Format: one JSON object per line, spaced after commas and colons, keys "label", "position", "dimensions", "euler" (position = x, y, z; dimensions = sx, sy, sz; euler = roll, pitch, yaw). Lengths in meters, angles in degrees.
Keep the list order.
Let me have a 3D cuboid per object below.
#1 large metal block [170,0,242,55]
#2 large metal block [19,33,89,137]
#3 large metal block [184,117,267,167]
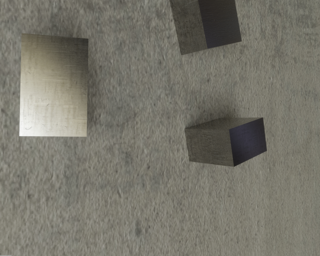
{"label": "large metal block", "position": [0.067, -0.155, 0.447], "dimensions": [0.081, 0.050, 0.079], "euler": [-22, 104, -38]}
{"label": "large metal block", "position": [-0.092, -0.033, 0.283], "dimensions": [0.050, 0.080, 0.079], "euler": [1, 90, -14]}
{"label": "large metal block", "position": [0.096, 0.017, 0.452], "dimensions": [0.081, 0.080, 0.050], "euler": [-16, 101, -39]}
